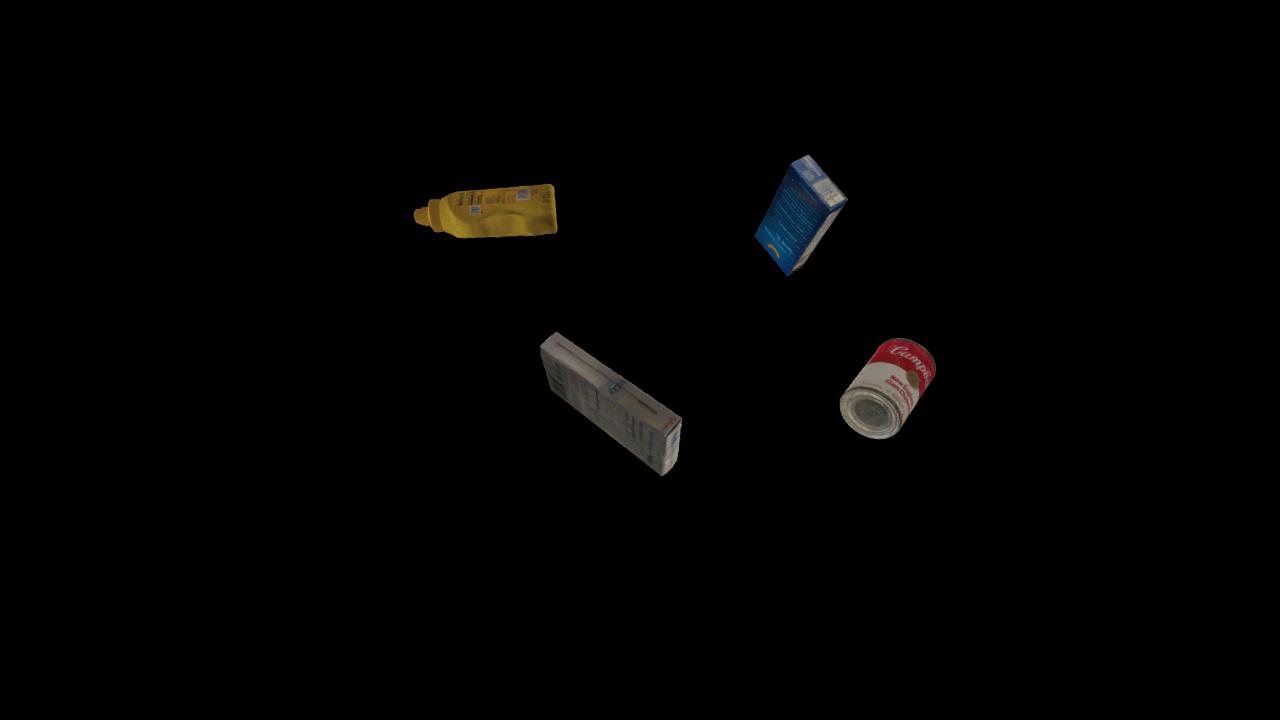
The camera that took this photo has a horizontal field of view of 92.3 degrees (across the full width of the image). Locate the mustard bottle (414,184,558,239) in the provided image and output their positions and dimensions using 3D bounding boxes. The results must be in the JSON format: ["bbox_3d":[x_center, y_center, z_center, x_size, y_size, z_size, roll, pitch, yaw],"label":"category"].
[{"bbox_3d":[-0.203,-0.195,0.811,0.184,0.092,0.054,-5,-42,-6],"label":"mustard bottle"}]

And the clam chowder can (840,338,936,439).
[{"bbox_3d":[0.269,0.030,0.668,0.068,0.068,0.102,0,32,48],"label":"clam chowder can"}]

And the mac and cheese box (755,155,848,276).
[{"bbox_3d":[0.241,-0.216,0.944,0.041,0.093,0.184,-32,-14,-17],"label":"mac and cheese box"}]

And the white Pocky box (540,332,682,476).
[{"bbox_3d":[-0.029,0.042,0.588,0.154,0.028,0.084,34,-28,22],"label":"white Pocky box"}]
